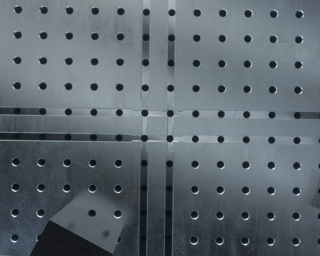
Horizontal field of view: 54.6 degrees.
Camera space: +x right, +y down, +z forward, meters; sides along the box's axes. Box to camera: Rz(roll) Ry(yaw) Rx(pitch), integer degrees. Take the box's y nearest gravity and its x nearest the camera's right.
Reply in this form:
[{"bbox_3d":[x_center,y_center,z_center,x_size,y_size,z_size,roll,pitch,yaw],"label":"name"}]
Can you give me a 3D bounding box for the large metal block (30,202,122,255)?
[{"bbox_3d":[-0.100,0.143,0.385,0.080,0.080,0.050,29,90,0],"label":"large metal block"}]
